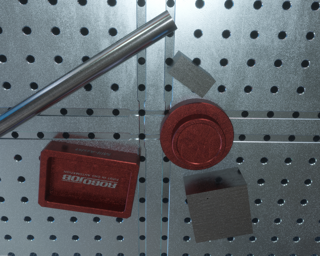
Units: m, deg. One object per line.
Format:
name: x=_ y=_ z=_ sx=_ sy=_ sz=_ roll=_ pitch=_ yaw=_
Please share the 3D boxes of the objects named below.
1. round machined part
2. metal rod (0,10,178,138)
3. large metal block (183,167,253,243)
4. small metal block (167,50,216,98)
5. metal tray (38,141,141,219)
round machined part: x=0.049 y=0.013 z=0.410 sx=0.099 sy=0.042 sz=0.097 roll=0 pitch=110 yaw=-1
metal rod: x=-0.115 y=-0.056 z=0.391 sx=0.300 sy=0.025 sz=0.025 roll=-29 pitch=108 yaw=10
large metal block: x=0.082 y=0.109 z=0.441 sx=0.080 sy=0.050 sz=0.079 roll=-11 pitch=110 yaw=3
small metal block: x=0.037 y=-0.067 z=0.376 sx=0.050 sy=0.050 sz=0.025 roll=34 pitch=106 yaw=-12
metal tray: x=-0.099 y=0.074 z=0.436 sx=0.131 sy=0.030 sz=0.089 roll=9 pitch=110 yaw=-4
